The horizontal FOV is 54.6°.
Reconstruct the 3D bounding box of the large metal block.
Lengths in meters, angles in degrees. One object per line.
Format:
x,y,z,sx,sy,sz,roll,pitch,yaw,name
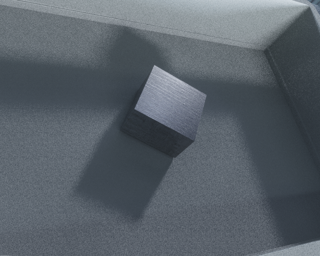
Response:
0.006,-0.021,0.401,0.080,0.050,0.080,28,52,-11,large metal block
